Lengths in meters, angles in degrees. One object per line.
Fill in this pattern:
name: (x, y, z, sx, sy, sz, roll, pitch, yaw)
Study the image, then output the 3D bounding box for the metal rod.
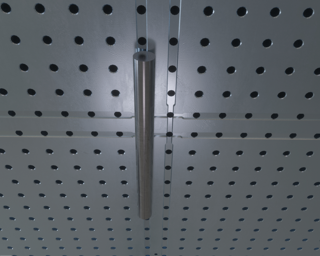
metal rod: (-0.022, 0.034, 0.439, 0.025, 0.025, 0.298, 1, 130, -1)
